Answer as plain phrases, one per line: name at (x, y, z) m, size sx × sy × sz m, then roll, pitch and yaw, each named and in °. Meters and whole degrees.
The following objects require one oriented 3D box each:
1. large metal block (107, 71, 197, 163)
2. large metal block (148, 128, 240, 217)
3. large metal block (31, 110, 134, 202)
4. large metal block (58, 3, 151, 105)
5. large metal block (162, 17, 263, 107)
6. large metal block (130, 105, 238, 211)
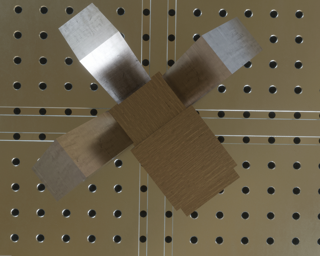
large metal block at (-0.008, -0.013, 0.401) m, size 0.080 × 0.050 × 0.080 m, roll -38°, pitch 90°, yaw 0°
large metal block at (0.041, 0.052, 0.400) m, size 0.080 × 0.050 × 0.080 m, roll -37°, pitch 89°, yaw -1°
large metal block at (-0.092, 0.033, 0.370) m, size 0.050 × 0.080 × 0.080 m, roll 52°, pitch 132°, yaw 1°
large metal block at (-0.065, -0.088, 0.370) m, size 0.050 × 0.080 × 0.080 m, roll -38°, pitch 51°, yaw 0°
large metal block at (0.062, -0.077, 0.371) m, size 0.050 × 0.080 × 0.080 m, roll 52°, pitch 50°, yaw 0°
large metal block at (0.025, 0.031, 0.350) m, size 0.080 × 0.050 × 0.080 m, roll -37°, pitch 91°, yaw -1°
